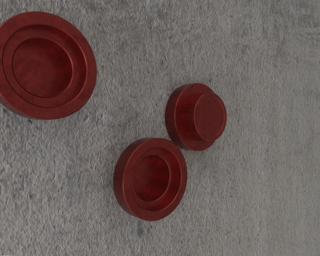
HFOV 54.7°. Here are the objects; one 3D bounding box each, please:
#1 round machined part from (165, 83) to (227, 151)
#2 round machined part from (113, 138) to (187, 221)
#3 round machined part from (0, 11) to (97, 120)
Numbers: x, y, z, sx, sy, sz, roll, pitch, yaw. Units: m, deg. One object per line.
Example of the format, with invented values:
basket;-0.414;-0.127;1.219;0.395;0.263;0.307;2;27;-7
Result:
round machined part;0.058;-0.015;0.442;0.099;0.042;0.097;0;90;-40
round machined part;-0.016;0.060;0.380;0.099;0.042;0.097;0;90;-40
round machined part;-0.115;-0.056;0.297;0.099;0.042;0.097;0;90;-40
